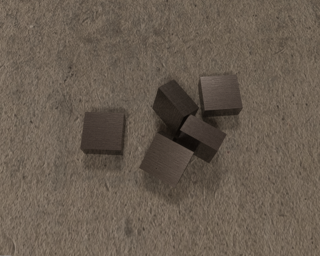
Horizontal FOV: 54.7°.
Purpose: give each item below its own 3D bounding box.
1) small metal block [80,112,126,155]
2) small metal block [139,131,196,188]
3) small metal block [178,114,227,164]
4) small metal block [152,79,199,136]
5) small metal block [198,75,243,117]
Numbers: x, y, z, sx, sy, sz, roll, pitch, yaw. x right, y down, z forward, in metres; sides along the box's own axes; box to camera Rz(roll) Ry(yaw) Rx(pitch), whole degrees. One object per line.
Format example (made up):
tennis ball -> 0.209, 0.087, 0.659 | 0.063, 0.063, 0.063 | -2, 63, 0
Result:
small metal block -> -0.073, 0.007, 0.405 | 0.050, 0.025, 0.050 | 2, 70, 0
small metal block -> 0.010, 0.038, 0.384 | 0.050, 0.025, 0.050 | 28, 100, 9
small metal block -> 0.050, 0.015, 0.389 | 0.050, 0.050, 0.025 | 29, 68, 9
small metal block -> 0.019, -0.026, 0.402 | 0.025, 0.050, 0.050 | -31, 72, -25
small metal block -> 0.082, -0.044, 0.425 | 0.050, 0.025, 0.050 | -4, 70, -2
